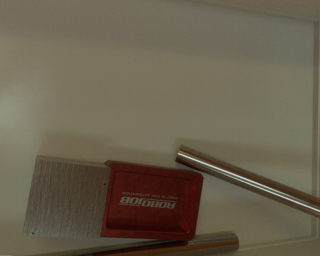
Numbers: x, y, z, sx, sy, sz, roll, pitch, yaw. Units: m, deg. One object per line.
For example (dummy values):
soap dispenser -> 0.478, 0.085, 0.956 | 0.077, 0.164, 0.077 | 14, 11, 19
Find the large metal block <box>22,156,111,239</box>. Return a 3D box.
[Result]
large metal block -> -0.108, 0.078, 0.358 | 0.081, 0.050, 0.080 | 10, 87, -20

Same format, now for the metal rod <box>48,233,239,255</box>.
metal rod -> -0.033, 0.164, 0.399 | 0.303, 0.025, 0.025 | 1, 90, -21

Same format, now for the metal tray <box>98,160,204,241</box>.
metal tray -> -0.013, 0.095, 0.404 | 0.131, 0.030, 0.089 | 10, 87, -20

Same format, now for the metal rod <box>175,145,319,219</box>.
metal rod -> 0.165, 0.088, 0.410 | 0.301, 0.025, 0.025 | 21, 82, 5
